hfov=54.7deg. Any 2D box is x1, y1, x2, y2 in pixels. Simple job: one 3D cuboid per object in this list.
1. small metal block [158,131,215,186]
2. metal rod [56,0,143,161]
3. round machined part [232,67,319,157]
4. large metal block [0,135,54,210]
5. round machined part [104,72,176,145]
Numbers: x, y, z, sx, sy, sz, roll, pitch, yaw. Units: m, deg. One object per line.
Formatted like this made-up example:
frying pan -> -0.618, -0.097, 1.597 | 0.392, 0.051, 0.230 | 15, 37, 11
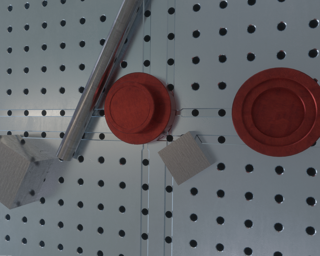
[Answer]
small metal block -> 0.034, 0.038, 0.401 | 0.050, 0.025, 0.050 | -35, 79, 16
metal rod -> -0.079, -0.089, 0.440 | 0.025, 0.025, 0.298 | 29, 99, 17
round machined part -> 0.135, -0.017, 0.356 | 0.098, 0.042, 0.097 | 0, 90, 20
large metal block -> -0.225, 0.065, 0.479 | 0.080, 0.050, 0.080 | 29, 99, 17
round machined part -> -0.032, -0.026, 0.415 | 0.098, 0.042, 0.097 | 0, 90, 20
